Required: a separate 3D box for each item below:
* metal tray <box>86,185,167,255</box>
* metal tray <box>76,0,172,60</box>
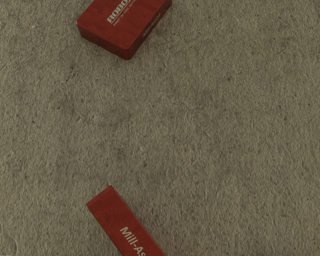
[{"bbox_3d":[-0.020,0.126,0.327,0.030,0.090,0.130,-38,75,-12],"label":"metal tray"},{"bbox_3d":[-0.051,-0.176,0.469,0.090,0.030,0.130,30,73,10],"label":"metal tray"}]
